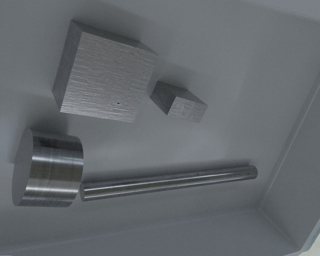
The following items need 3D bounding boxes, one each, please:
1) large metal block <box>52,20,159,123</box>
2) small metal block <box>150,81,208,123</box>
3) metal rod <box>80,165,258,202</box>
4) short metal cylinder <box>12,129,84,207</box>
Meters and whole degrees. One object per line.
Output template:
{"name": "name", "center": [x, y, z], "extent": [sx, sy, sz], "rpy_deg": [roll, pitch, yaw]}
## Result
{"name": "large metal block", "center": [-0.059, -0.057, 0.326], "extent": [0.081, 0.050, 0.079], "rpy_deg": [9, 114, -33]}
{"name": "small metal block", "center": [0.023, -0.033, 0.387], "extent": [0.050, 0.050, 0.025], "rpy_deg": [12, 112, -34]}
{"name": "metal rod", "center": [0.031, 0.081, 0.477], "extent": [0.303, 0.025, 0.025], "rpy_deg": [-1, 119, -28]}
{"name": "short metal cylinder", "center": [-0.123, 0.044, 0.334], "extent": [0.050, 0.080, 0.079], "rpy_deg": [12, 112, -34]}
